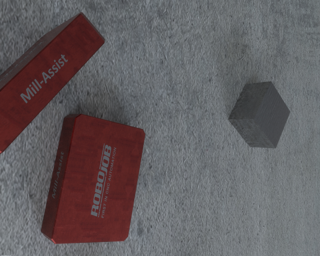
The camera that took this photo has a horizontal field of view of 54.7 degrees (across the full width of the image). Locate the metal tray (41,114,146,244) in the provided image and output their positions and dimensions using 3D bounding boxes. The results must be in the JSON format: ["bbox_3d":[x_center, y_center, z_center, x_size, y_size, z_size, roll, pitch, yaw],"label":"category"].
[{"bbox_3d":[-0.070,0.057,0.343,0.091,0.030,0.129,15,80,-39],"label":"metal tray"}]

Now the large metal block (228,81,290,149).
[{"bbox_3d":[0.172,-0.022,0.533,0.080,0.050,0.080,45,63,-31],"label":"large metal block"}]

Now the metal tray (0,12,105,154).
[{"bbox_3d":[-0.115,-0.038,0.265,0.030,0.090,0.130,49,61,-29],"label":"metal tray"}]
